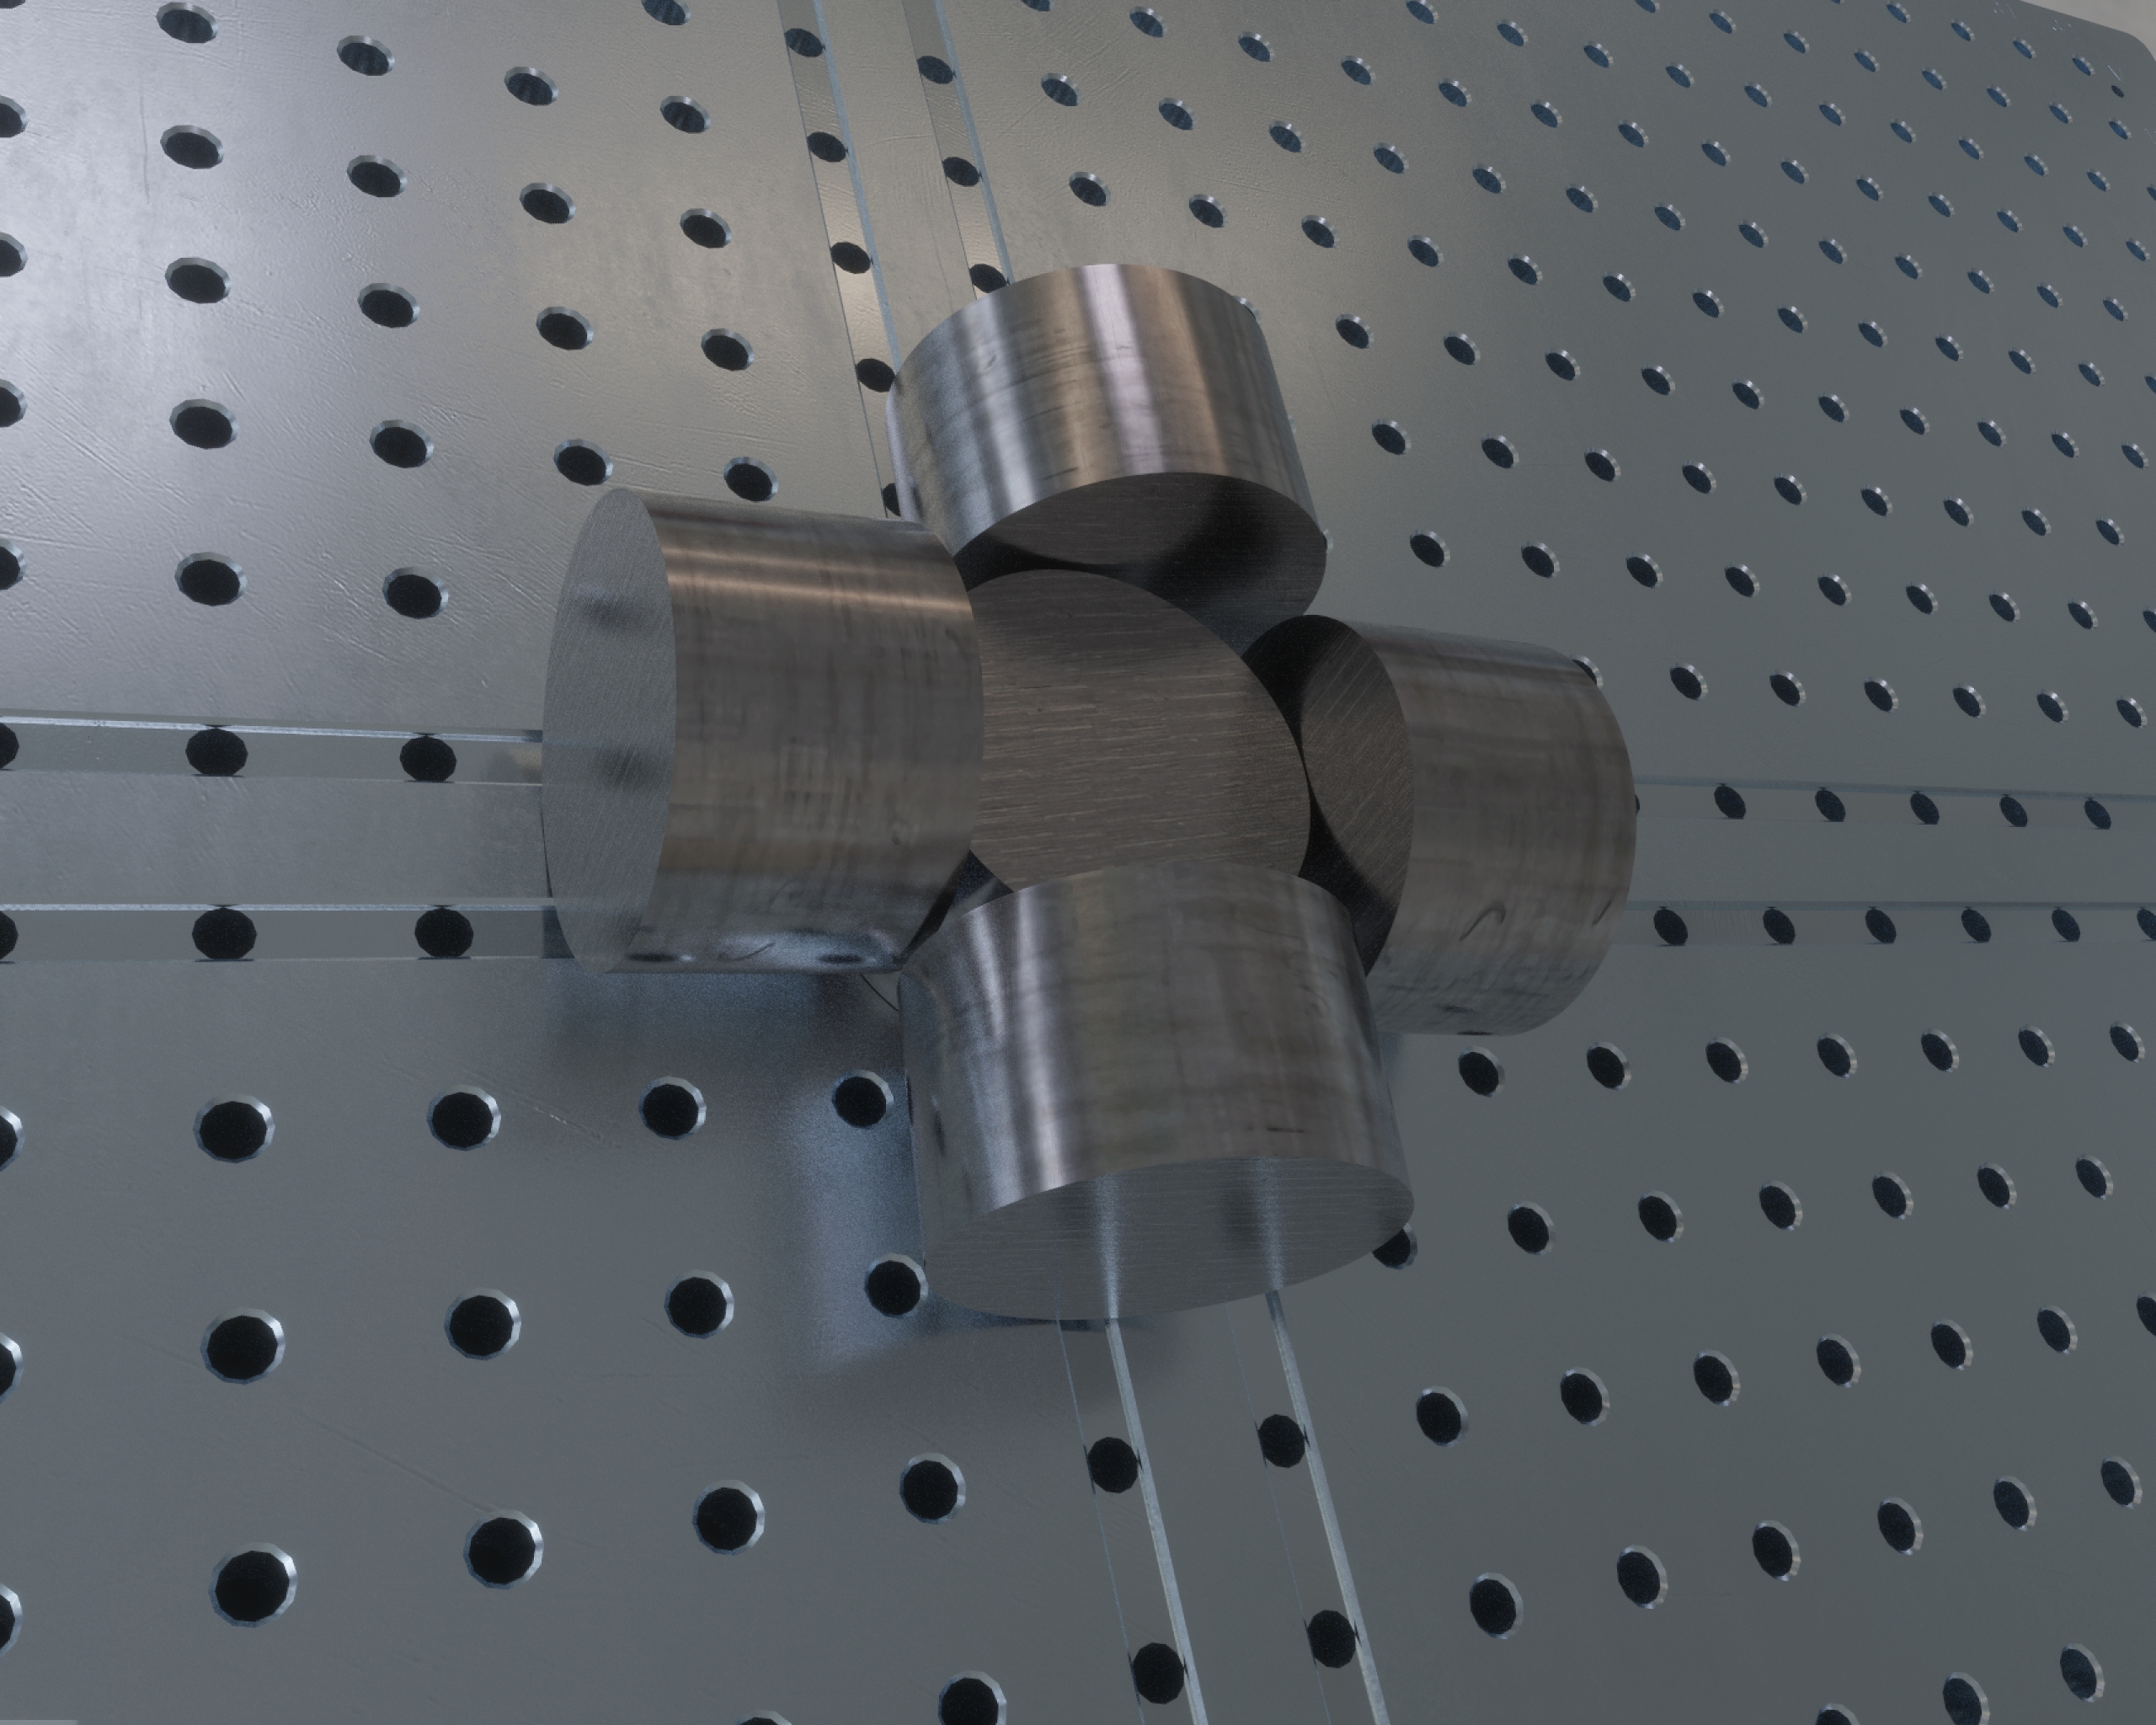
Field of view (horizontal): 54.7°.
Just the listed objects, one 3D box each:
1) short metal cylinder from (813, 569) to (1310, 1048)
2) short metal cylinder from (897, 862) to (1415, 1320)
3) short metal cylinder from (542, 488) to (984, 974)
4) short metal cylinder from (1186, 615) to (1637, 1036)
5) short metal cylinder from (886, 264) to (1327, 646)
[{"bbox_3d":[-0.004,-0.008,0.395,0.081,0.050,0.080,14,55,-22],"label":"short metal cylinder"},{"bbox_3d":[0.012,0.041,0.353,0.081,0.080,0.050,6,59,-25],"label":"short metal cylinder"},{"bbox_3d":[-0.056,-0.021,0.355,0.050,0.080,0.080,2,61,-28],"label":"short metal cylinder"},{"bbox_3d":[0.063,-0.006,0.411,0.050,0.080,0.080,4,60,-27],"label":"short metal cylinder"},{"bbox_3d":[0.005,-0.073,0.419,0.081,0.080,0.050,3,60,-27],"label":"short metal cylinder"}]
